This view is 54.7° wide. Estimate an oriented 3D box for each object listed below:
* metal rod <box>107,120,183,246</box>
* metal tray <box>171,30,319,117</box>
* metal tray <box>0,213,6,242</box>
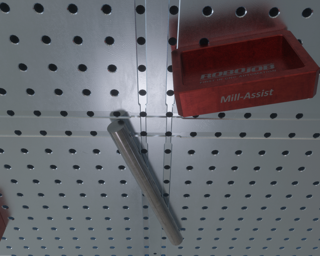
[{"bbox_3d":[-0.013,0.106,0.501,0.025,0.025,0.299,-14,129,11],"label":"metal rod"},{"bbox_3d":[0.080,-0.059,0.319,0.131,0.090,0.030,-8,130,7],"label":"metal tray"},{"bbox_3d":[-0.352,0.163,0.544,0.131,0.030,0.089,4,130,-4],"label":"metal tray"}]
